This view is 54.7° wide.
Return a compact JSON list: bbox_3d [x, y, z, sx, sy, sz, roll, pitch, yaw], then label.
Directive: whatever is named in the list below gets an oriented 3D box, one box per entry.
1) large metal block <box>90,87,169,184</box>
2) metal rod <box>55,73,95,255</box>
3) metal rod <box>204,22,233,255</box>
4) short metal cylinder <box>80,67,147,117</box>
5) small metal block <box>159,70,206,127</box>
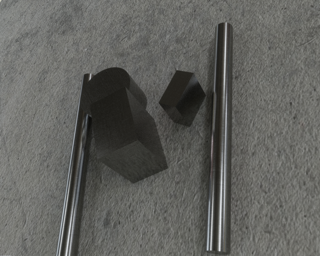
[{"bbox_3d":[-0.038,0.011,0.380,0.050,0.080,0.080,-26,53,12],"label":"large metal block"},{"bbox_3d":[-0.113,0.045,0.433,0.025,0.025,0.299,-14,56,20],"label":"metal rod"},{"bbox_3d":[0.073,-0.010,0.370,0.025,0.025,0.299,-6,59,25],"label":"metal rod"},{"bbox_3d":[-0.066,-0.040,0.445,0.080,0.050,0.080,-13,56,20],"label":"short metal cylinder"},{"bbox_3d":[0.030,-0.037,0.394,0.025,0.050,0.050,17,71,34],"label":"small metal block"}]
